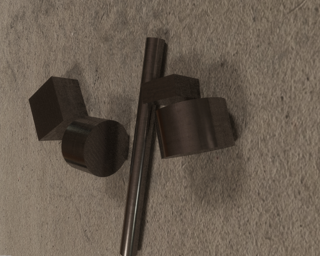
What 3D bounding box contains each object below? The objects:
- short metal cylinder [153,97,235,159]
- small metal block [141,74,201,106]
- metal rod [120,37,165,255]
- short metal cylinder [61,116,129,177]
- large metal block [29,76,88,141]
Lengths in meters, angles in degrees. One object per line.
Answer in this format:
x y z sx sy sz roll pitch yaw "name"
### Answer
0.037 0.002 0.337 0.080 0.081 0.050 -17 80 38 "short metal cylinder"
0.014 -0.044 0.376 0.050 0.050 0.025 -10 84 39 "small metal block"
-0.025 0.030 0.423 0.025 0.025 0.298 13 98 39 "metal rod"
-0.091 0.025 0.442 0.050 0.081 0.079 10 96 39 "short metal cylinder"
-0.173 -0.031 0.528 0.080 0.050 0.080 -31 71 35 "large metal block"
